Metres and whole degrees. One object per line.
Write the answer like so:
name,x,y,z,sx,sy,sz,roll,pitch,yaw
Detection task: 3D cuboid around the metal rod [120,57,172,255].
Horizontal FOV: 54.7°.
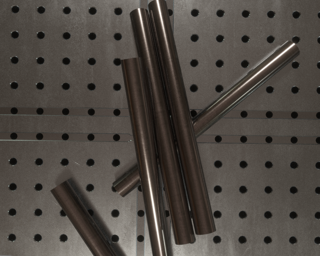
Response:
metal rod,-0.012,0.064,0.389,0.025,0.025,0.298,-9,100,0

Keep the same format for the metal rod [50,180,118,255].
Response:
metal rod,-0.052,0.201,0.412,0.025,0.025,0.299,-34,90,0

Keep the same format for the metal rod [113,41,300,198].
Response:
metal rod,0.061,-0.012,0.414,0.300,0.025,0.025,-39,91,-1

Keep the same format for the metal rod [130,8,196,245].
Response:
metal rod,0.001,-0.008,0.392,0.025,0.025,0.298,-11,82,0

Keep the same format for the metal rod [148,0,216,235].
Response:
metal rod,0.026,-0.020,0.392,0.025,0.025,0.298,-11,82,0
